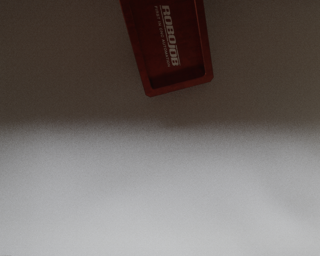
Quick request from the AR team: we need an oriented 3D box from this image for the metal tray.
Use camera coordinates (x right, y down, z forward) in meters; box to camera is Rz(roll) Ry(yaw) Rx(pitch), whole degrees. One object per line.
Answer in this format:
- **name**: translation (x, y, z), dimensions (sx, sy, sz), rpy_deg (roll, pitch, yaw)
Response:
- **metal tray**: translation (0.010, -0.109, 0.376), dimensions (0.090, 0.030, 0.129), rpy_deg (-15, 123, 0)
